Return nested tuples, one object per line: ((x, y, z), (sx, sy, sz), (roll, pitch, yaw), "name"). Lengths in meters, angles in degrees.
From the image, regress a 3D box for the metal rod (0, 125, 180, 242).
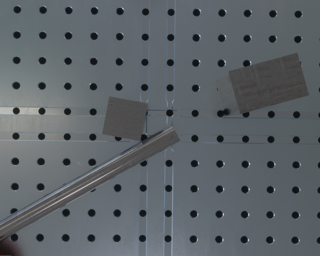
((-0.110, 0.080, 0.412), (0.301, 0.025, 0.025), (-29, 90, 0), "metal rod")

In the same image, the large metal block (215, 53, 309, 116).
((0.122, -0.050, 0.387), (0.080, 0.080, 0.050), (-15, 90, 0), "large metal block")

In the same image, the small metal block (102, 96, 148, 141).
((-0.045, -0.012, 0.413), (0.050, 0.025, 0.050), (11, 90, 0), "small metal block")
